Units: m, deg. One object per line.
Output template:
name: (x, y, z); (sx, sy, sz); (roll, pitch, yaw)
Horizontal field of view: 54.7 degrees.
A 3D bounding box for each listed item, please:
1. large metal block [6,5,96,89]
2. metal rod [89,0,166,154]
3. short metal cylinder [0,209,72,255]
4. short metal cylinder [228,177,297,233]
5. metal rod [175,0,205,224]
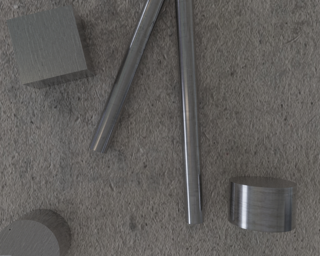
large metal block: (-0.136, -0.100, 0.396); (0.080, 0.050, 0.080); (-14, 90, 0)
metal rod: (-0.028, -0.110, 0.409); (0.025, 0.025, 0.299); (21, 90, 0)
short metal cylinder: (-0.161, 0.150, 0.396); (0.081, 0.050, 0.080); (0, 90, 0)
short metal cylinder: (0.126, 0.091, 0.384); (0.081, 0.080, 0.050); (2, 90, 0)
metal rod: (0.039, -0.025, 0.410); (0.025, 0.025, 0.298); (-3, 90, 0)
